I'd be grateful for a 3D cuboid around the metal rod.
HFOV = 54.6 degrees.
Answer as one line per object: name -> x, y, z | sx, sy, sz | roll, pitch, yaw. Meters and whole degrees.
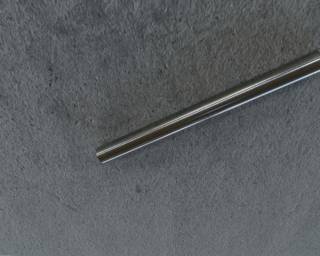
metal rod -> 0.048, -0.019, 0.391 | 0.300, 0.025, 0.025 | -24, 126, 18
